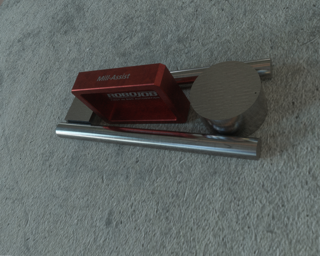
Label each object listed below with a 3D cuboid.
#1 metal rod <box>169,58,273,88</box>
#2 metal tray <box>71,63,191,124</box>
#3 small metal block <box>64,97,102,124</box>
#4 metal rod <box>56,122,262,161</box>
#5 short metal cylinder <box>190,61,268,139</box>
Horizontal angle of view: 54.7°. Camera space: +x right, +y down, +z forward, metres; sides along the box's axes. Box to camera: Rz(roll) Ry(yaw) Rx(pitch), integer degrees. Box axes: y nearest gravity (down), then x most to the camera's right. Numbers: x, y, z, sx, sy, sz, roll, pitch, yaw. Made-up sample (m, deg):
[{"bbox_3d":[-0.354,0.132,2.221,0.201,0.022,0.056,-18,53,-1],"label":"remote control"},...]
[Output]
[{"bbox_3d":[0.002,-0.068,0.446,0.300,0.025,0.025,-2,61,27],"label":"metal rod"},{"bbox_3d":[-0.037,-0.040,0.406,0.130,0.090,0.030,0,62,28],"label":"metal tray"},{"bbox_3d":[-0.113,-0.027,0.482,0.050,0.025,0.050,5,64,30],"label":"small metal block"},{"bbox_3d":[-0.023,0.013,0.410,0.300,0.025,0.025,4,64,30],"label":"metal rod"},{"bbox_3d":[0.082,-0.032,0.365,0.080,0.050,0.080,-13,56,21],"label":"short metal cylinder"}]
